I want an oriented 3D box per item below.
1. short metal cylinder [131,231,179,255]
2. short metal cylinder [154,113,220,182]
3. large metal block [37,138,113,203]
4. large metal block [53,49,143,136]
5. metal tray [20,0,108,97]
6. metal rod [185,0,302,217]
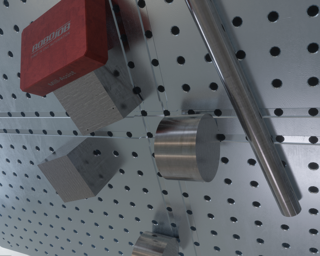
[{"bbox_3d":[-0.007,0.218,0.514,0.050,0.080,0.079,5,121,26],"label":"short metal cylinder"},{"bbox_3d":[0.035,0.023,0.372,0.050,0.080,0.080,-2,118,29],"label":"short metal cylinder"},{"bbox_3d":[-0.140,0.072,0.514,0.080,0.050,0.080,-19,109,35],"label":"large metal block"},{"bbox_3d":[-0.085,-0.045,0.412,0.080,0.050,0.080,-21,108,36],"label":"large metal block"},{"bbox_3d":[-0.121,-0.101,0.377,0.130,0.030,0.090,-17,71,34],"label":"metal tray"},{"bbox_3d":[0.096,-0.023,0.346,0.025,0.025,0.299,-17,110,35],"label":"metal rod"}]
